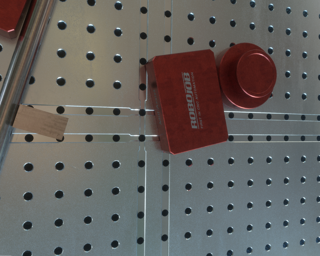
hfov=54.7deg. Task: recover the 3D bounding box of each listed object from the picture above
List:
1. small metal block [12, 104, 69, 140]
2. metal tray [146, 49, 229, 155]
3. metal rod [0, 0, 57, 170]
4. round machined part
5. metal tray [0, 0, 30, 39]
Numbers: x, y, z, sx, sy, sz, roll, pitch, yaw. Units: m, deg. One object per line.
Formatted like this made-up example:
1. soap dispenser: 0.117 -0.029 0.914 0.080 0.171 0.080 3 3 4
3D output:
1. small metal block: -0.134 -0.006 0.350 0.050 0.050 0.025 18 84 -21
2. metal tray: 0.038 -0.036 0.425 0.091 0.030 0.129 -12 94 -20
3. metal rod: -0.167 -0.037 0.350 0.025 0.025 0.299 18 84 -20
4. round machined part: 0.130 -0.077 0.453 0.099 0.042 0.097 0 90 -21
5. metal tray: -0.209 -0.165 0.333 0.131 0.030 0.090 20 83 -19
